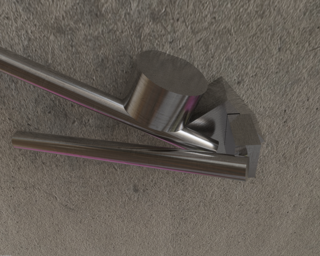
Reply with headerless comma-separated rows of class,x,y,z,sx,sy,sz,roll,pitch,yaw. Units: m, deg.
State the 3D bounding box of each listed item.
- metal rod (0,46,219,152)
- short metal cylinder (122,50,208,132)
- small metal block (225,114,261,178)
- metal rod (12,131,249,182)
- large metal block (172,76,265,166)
metal rod,-0.076,-0.033,0.342,0.301,0.025,0.025,23,127,-5
short metal cylinder,0.005,-0.041,0.339,0.081,0.080,0.050,16,128,-14
small metal block,0.089,0.020,0.341,0.025,0.050,0.050,-3,130,3
metal rod,-0.052,0.028,0.362,0.301,0.025,0.025,5,134,23
large metal block,0.069,-0.004,0.388,0.080,0.050,0.080,-33,123,26
